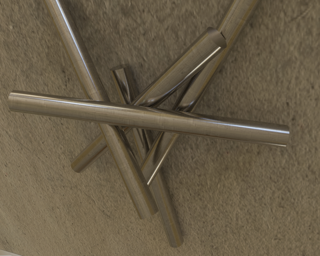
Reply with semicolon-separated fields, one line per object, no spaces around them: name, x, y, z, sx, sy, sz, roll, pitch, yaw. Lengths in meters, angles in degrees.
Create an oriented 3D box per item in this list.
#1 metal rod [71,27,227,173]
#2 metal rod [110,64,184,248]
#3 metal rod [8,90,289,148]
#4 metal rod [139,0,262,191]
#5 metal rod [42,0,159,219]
metal rod;-0.037;-0.013;0.382;0.025;0.025;0.299;47;130;-5
metal rod;-0.012;0.055;0.445;0.025;0.025;0.298;-2;118;29
metal rod;-0.015;-0.011;0.341;0.302;0.025;0.025;8;123;3
metal rod;0.027;-0.021;0.360;0.025;0.025;0.298;33;123;6
metal rod;-0.074;-0.034;0.370;0.025;0.025;0.299;-25;89;36
